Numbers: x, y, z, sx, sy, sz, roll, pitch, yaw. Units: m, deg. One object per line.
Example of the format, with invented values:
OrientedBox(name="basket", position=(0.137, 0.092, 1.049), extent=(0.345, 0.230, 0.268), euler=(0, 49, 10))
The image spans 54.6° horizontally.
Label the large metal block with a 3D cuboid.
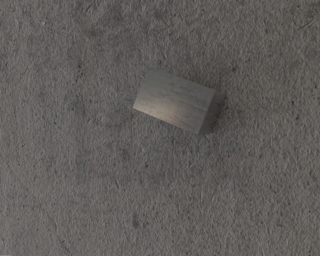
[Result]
OrientedBox(name="large metal block", position=(0.027, -0.031, 0.371), extent=(0.080, 0.080, 0.050), euler=(23, 98, 18))
